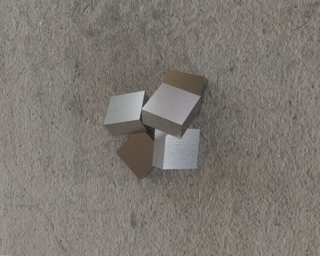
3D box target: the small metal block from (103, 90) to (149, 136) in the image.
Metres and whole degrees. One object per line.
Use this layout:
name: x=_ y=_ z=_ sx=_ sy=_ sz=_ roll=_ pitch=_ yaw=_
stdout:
small metal block: x=-0.042 y=-0.019 z=0.411 sx=0.050 sy=0.025 sz=0.050 roll=-8 pitch=50 yaw=19

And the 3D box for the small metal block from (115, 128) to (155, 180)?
small metal block: x=-0.022 y=0.033 z=0.417 sx=0.050 sy=0.025 sz=0.050 roll=-46 pitch=76 yaw=14

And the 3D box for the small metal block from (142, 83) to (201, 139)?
small metal block: x=0.014 y=-0.021 z=0.364 sx=0.050 sy=0.025 sz=0.050 roll=23 pitch=54 yaw=18

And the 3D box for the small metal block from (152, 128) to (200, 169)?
small metal block: x=0.020 y=0.024 z=0.387 sx=0.025 sy=0.050 sz=0.050 roll=6 pitch=92 yaw=58

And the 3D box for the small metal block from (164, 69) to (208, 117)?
small metal block: x=0.030 y=-0.045 z=0.399 sx=0.050 sy=0.025 sz=0.050 roll=15 pitch=95 yaw=19

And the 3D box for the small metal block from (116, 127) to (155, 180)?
small metal block: x=-0.022 y=0.033 z=0.417 sx=0.050 sy=0.025 sz=0.050 roll=-46 pitch=76 yaw=14
